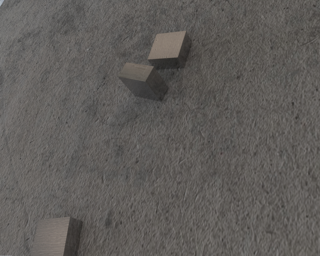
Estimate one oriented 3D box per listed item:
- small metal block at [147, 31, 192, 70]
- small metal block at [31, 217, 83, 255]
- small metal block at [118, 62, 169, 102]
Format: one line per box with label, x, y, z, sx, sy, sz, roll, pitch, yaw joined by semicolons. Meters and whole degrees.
small metal block;0.015;-0.117;0.468;0.050;0.025;0.050;3;63;29
small metal block;-0.128;0.141;0.385;0.050;0.025;0.050;-12;57;22
small metal block;-0.023;-0.065;0.440;0.050;0.050;0.025;16;70;34
